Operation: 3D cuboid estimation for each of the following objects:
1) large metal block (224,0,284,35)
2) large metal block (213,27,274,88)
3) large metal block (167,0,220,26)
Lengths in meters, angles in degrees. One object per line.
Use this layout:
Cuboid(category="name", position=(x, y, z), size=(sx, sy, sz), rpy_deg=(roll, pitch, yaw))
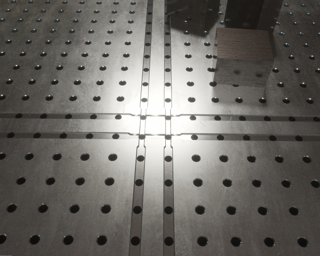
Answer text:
Cuboid(category="large metal block", position=(0.167, -0.217, 0.556), size=(0.050, 0.080, 0.080), rpy_deg=(-26, 55, -20))
Cuboid(category="large metal block", position=(0.127, -0.112, 0.487), size=(0.080, 0.050, 0.080), rpy_deg=(5, 50, 4))
Cuboid(category="large metal block", position=(0.068, -0.252, 0.604), size=(0.080, 0.050, 0.080), rpy_deg=(22, 53, 17))
